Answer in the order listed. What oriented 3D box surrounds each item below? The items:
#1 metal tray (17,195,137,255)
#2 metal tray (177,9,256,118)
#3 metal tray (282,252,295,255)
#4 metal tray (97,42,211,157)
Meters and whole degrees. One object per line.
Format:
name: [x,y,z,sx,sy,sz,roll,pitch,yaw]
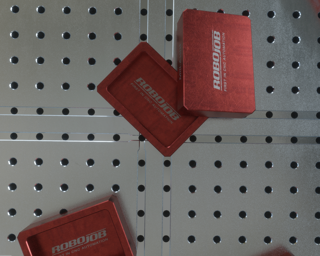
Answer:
metal tray: [-0.107,0.154,0.409,0.131,0.030,0.090,-20,90,-1]
metal tray: [0.069,-0.080,0.391,0.091,0.030,0.129,3,79,-11]
metal tray: [0.140,0.237,0.413,0.131,0.030,0.090,-23,90,-1]
metal tray: [-0.006,-0.037,0.410,0.130,0.030,0.090,44,90,-1]
